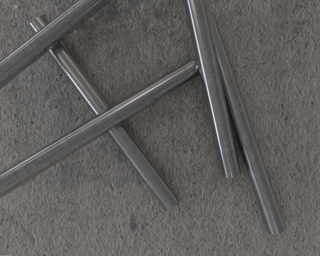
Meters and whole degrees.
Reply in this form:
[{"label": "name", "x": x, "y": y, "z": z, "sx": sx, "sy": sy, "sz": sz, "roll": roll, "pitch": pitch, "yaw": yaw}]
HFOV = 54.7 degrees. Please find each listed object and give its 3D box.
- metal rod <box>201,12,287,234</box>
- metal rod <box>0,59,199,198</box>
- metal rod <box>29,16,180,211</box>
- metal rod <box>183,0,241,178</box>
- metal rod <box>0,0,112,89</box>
[{"label": "metal rod", "x": 0.107, "y": -0.006, "z": 0.410, "sx": 0.025, "sy": 0.025, "sz": 0.299, "roll": -19, "pitch": 90, "yaw": 0}, {"label": "metal rod", "x": -0.078, "y": -0.001, "z": 0.379, "sx": 0.301, "sy": 0.025, "sz": 0.025, "roll": -33, "pitch": 90, "yaw": -12}, {"label": "metal rod", "x": -0.072, "y": -0.019, "z": 0.409, "sx": 0.025, "sy": 0.025, "sz": 0.299, "roll": -36, "pitch": 90, "yaw": 0}, {"label": "metal rod", "x": 0.060, "y": -0.082, "z": 0.393, "sx": 0.025, "sy": 0.025, "sz": 0.298, "roll": -14, "pitch": 97, "yaw": 0}, {"label": "metal rod", "x": -0.089, "y": -0.156, "z": 0.391, "sx": 0.301, "sy": 0.025, "sz": 0.025, "roll": -42, "pitch": 90, "yaw": -7}]
